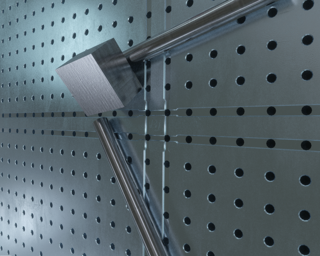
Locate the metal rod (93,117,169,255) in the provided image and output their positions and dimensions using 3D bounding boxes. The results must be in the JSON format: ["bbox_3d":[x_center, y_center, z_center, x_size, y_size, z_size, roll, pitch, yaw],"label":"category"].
[{"bbox_3d":[-0.029,0.115,0.431,0.025,0.025,0.299,-41,66,32],"label":"metal rod"}]

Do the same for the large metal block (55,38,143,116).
[{"bbox_3d":[-0.085,-0.069,0.436,0.080,0.050,0.080,-10,121,39],"label":"large metal block"}]

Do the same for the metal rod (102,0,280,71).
[{"bbox_3d":[0.009,-0.113,0.400,0.300,0.025,0.025,-14,81,38],"label":"metal rod"}]
